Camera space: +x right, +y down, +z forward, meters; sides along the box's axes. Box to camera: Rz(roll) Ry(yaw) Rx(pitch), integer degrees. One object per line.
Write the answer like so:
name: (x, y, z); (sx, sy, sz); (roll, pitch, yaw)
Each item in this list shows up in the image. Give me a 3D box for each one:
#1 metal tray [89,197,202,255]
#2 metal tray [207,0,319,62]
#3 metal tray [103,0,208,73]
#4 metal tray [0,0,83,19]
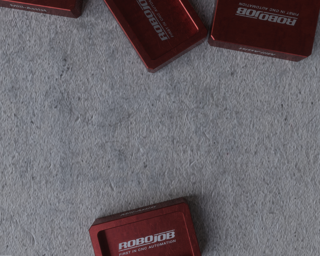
metal tray: (-0.017, 0.152, 0.407); (0.131, 0.030, 0.090); (-14, 90, 0)
metal tray: (0.136, -0.145, 0.408); (0.131, 0.030, 0.089); (10, 90, 0)
metal tray: (-0.010, -0.150, 0.407); (0.090, 0.030, 0.130); (-32, 90, 0)
metal tray: (-0.166, -0.202, 0.406); (0.131, 0.030, 0.089); (9, 90, 0)
